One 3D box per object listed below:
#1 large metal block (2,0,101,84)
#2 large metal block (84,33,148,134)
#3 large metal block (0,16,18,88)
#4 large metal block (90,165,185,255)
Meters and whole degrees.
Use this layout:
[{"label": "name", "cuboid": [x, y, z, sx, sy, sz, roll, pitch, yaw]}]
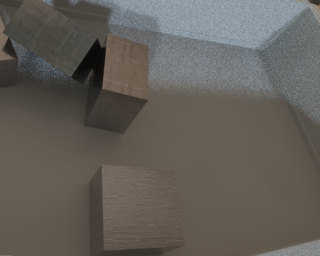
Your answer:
[{"label": "large metal block", "cuboid": [-0.116, -0.097, 0.358, 0.080, 0.080, 0.050, 33, 89, -6]}, {"label": "large metal block", "cuboid": [-0.053, -0.050, 0.372, 0.050, 0.080, 0.080, 13, 57, -22]}, {"label": "large metal block", "cuboid": [-0.208, -0.085, 0.329, 0.081, 0.050, 0.080, -17, 71, -35]}, {"label": "large metal block", "cuboid": [-0.027, 0.087, 0.322, 0.081, 0.050, 0.080, 7, 59, -25]}]
